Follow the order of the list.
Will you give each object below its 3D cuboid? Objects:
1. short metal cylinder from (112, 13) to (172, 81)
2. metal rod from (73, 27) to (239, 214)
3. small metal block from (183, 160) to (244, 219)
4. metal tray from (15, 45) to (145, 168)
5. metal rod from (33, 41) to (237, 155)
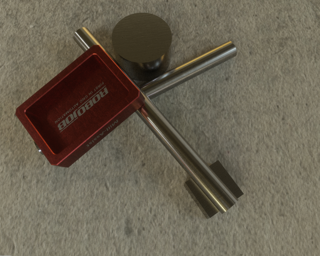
[{"bbox_3d":[-0.024,-0.113,0.436,0.081,0.050,0.080,0,70,0],"label":"short metal cylinder"},{"bbox_3d":[-0.015,-0.020,0.390,0.025,0.025,0.300,-37,75,-13],"label":"metal rod"},{"bbox_3d":[0.065,0.076,0.382,0.050,0.025,0.050,-32,73,-11],"label":"small metal block"},{"bbox_3d":[-0.096,-0.026,0.374,0.130,0.030,0.090,-40,74,-2],"label":"metal tray"},{"bbox_3d":[-0.026,-0.046,0.426,0.302,0.025,0.025,-28,73,-10],"label":"metal rod"}]
